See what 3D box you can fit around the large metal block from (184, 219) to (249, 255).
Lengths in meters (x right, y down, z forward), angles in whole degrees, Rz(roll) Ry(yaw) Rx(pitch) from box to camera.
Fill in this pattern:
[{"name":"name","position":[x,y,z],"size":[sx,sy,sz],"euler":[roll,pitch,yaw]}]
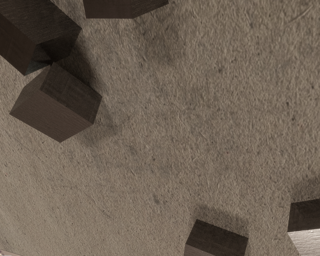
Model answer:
[{"name":"large metal block","position":[0.081,0.196,0.468],"size":[0.080,0.050,0.079],"euler":[16,125,19]}]

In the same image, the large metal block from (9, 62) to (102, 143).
[{"name":"large metal block","position":[-0.141,-0.031,0.424],"size":[0.080,0.050,0.080],"euler":[-25,132,36]}]

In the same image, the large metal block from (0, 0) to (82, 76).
[{"name":"large metal block","position":[-0.159,-0.120,0.378],"size":[0.080,0.080,0.050],"euler":[42,129,-1]}]

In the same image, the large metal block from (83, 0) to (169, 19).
[{"name":"large metal block","position":[-0.033,-0.153,0.293],"size":[0.050,0.080,0.079],"euler":[9,122,23]}]

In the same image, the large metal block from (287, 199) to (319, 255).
[{"name":"large metal block","position":[0.208,0.128,0.361],"size":[0.080,0.050,0.080],"euler":[-23,107,36]}]
